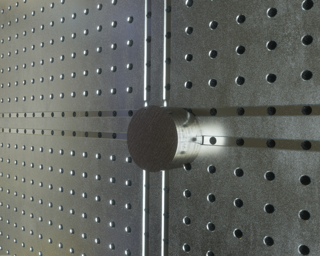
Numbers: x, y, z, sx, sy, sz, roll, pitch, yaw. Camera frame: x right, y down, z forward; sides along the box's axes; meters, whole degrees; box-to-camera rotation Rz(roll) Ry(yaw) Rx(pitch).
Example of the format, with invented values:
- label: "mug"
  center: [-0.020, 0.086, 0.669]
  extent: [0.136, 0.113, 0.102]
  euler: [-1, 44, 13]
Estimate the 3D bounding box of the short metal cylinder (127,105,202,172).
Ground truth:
- label: "short metal cylinder"
  center: [0.005, 0.013, 0.387]
  extent: [0.080, 0.050, 0.079]
  euler: [0, 90, 39]
